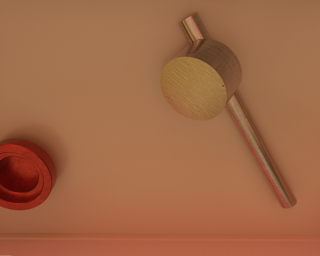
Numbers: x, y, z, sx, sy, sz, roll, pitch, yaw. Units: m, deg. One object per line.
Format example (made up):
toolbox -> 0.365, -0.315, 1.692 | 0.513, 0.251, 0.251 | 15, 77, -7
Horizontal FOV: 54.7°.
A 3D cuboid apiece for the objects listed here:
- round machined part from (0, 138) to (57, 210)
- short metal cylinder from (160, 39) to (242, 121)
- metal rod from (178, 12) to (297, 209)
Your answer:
round machined part -> -0.190, 0.059, 0.421 | 0.099, 0.042, 0.097 | 0, 110, -1
short metal cylinder -> 0.048, -0.055, 0.358 | 0.080, 0.050, 0.079 | 20, 134, 22
metal rod -> 0.110, -0.010, 0.409 | 0.025, 0.025, 0.299 | -30, 108, 10
